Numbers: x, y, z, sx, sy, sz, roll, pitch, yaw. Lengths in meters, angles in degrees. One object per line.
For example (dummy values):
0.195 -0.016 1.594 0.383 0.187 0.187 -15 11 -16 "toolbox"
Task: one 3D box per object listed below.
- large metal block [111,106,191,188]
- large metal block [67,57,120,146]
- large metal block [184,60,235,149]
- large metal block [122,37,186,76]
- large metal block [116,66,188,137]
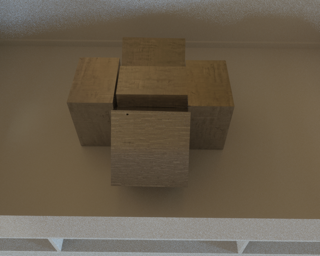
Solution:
-0.010 0.019 0.343 0.081 0.079 0.050 1 8 -1 "large metal block"
-0.076 -0.033 0.395 0.050 0.080 0.080 1 50 0 "large metal block"
0.057 -0.029 0.392 0.050 0.080 0.080 1 50 1 "large metal block"
-0.007 -0.089 0.435 0.080 0.080 0.050 1 88 1 "large metal block"
-0.009 -0.031 0.394 0.080 0.080 0.050 1 50 0 "large metal block"
